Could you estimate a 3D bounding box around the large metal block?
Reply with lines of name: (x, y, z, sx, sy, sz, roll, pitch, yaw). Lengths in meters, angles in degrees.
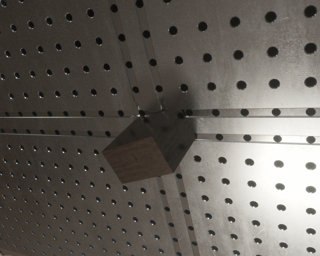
large metal block: (-0.012, 0.021, 0.393, 0.080, 0.080, 0.050, -18, 109, 35)
